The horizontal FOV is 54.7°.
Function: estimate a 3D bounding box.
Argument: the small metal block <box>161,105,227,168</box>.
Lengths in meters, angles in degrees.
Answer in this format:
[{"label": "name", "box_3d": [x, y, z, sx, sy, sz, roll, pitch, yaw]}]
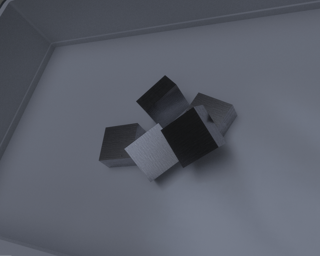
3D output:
[{"label": "small metal block", "box_3d": [0.037, 0.009, 0.348, 0.050, 0.025, 0.050, -36, 80, 31]}]

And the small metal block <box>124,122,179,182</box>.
[{"label": "small metal block", "box_3d": [-0.006, 0.028, 0.373, 0.050, 0.025, 0.050, -37, 92, 3]}]

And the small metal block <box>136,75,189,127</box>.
[{"label": "small metal block", "box_3d": [0.005, -0.032, 0.405, 0.050, 0.050, 0.025, -43, 51, -1]}]

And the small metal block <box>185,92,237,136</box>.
[{"label": "small metal block", "box_3d": [0.058, -0.010, 0.381, 0.050, 0.025, 0.050, 26, 76, 36]}]

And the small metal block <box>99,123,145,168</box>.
[{"label": "small metal block", "box_3d": [-0.050, 0.024, 0.416, 0.050, 0.025, 0.050, -7, 58, 24]}]
